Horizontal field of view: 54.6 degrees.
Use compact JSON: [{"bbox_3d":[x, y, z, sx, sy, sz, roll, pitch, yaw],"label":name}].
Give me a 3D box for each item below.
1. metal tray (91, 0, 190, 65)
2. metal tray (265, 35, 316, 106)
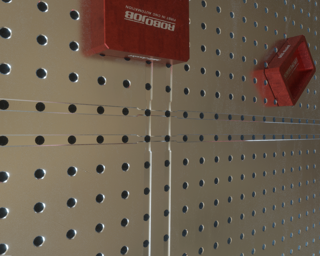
[{"bbox_3d":[-0.020,-0.133,0.388,0.131,0.030,0.090,-1,91,-40],"label":"metal tray"},{"bbox_3d":[0.266,-0.116,0.626,0.130,0.030,0.090,-48,118,-29],"label":"metal tray"}]
